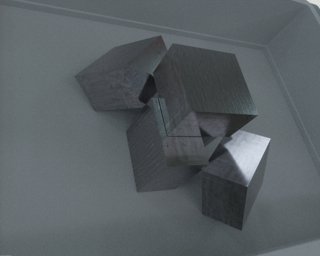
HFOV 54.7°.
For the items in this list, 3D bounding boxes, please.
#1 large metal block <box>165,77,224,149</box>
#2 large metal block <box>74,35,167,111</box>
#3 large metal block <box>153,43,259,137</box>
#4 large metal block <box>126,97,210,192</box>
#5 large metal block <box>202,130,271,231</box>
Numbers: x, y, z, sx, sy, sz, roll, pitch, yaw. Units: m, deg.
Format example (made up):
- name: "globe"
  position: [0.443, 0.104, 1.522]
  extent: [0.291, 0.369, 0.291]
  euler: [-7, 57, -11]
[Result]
- name: "large metal block"
  position: [0.041, -0.022, 0.402]
  extent: [0.050, 0.080, 0.080]
  euler: [1, 61, -28]
- name: "large metal block"
  position: [-0.040, -0.066, 0.377]
  extent: [0.080, 0.080, 0.050]
  euler: [-51, 127, -39]
- name: "large metal block"
  position: [0.046, -0.038, 0.332]
  extent: [0.081, 0.050, 0.080]
  euler: [2, 61, -27]
- name: "large metal block"
  position: [0.004, 0.021, 0.358]
  extent: [0.050, 0.080, 0.080]
  euler: [1, 61, -28]
- name: "large metal block"
  position: [0.090, 0.059, 0.371]
  extent: [0.050, 0.080, 0.080]
  euler: [18, 45, 26]
